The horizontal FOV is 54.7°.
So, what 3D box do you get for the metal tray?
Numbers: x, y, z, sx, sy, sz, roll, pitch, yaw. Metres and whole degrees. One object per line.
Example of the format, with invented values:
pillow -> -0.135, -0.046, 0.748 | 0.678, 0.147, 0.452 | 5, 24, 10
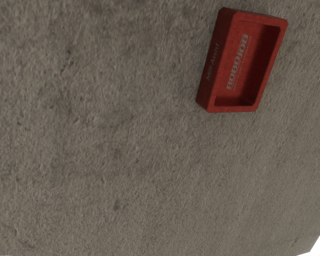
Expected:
metal tray -> 0.106, -0.085, 0.410 | 0.091, 0.030, 0.129 | -3, 120, -28
